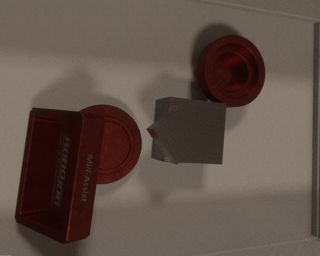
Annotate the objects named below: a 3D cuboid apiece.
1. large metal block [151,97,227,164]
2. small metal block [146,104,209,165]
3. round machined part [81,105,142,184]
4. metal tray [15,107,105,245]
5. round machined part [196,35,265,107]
[{"bbox_3d":[0.038,0.004,0.412,0.081,0.050,0.080,5,89,-20],"label":"large metal block"},{"bbox_3d":[0.021,0.007,0.366,0.050,0.025,0.050,-37,102,-16],"label":"small metal block"},{"bbox_3d":[-0.069,0.020,0.377,0.099,0.042,0.097,0,90,-21],"label":"round machined part"},{"bbox_3d":[-0.110,0.046,0.334,0.030,0.090,0.129,10,87,-56],"label":"metal tray"},{"bbox_3d":[0.095,-0.078,0.438,0.099,0.042,0.097,0,90,-21],"label":"round machined part"}]
